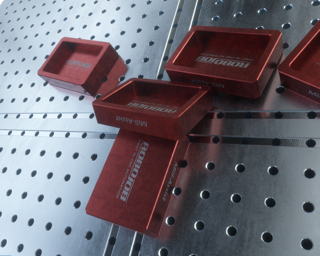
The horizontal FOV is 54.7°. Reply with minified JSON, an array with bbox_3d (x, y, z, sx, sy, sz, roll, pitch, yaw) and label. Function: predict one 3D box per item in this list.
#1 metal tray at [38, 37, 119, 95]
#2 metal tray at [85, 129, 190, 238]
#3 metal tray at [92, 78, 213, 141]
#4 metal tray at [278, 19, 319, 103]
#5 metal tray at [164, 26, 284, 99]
[{"bbox_3d":[-0.147,-0.113,0.548,0.130,0.030,0.090,17,70,34],"label":"metal tray"},{"bbox_3d":[-0.026,0.057,0.383,0.090,0.030,0.130,8,65,31],"label":"metal tray"},{"bbox_3d":[-0.010,-0.030,0.399,0.130,0.030,0.091,11,36,32],"label":"metal tray"},{"bbox_3d":[0.210,-0.062,0.333,0.090,0.030,0.130,-48,52,-6],"label":"metal tray"},{"bbox_3d":[0.083,-0.092,0.409,0.130,0.030,0.090,16,63,34],"label":"metal tray"}]
